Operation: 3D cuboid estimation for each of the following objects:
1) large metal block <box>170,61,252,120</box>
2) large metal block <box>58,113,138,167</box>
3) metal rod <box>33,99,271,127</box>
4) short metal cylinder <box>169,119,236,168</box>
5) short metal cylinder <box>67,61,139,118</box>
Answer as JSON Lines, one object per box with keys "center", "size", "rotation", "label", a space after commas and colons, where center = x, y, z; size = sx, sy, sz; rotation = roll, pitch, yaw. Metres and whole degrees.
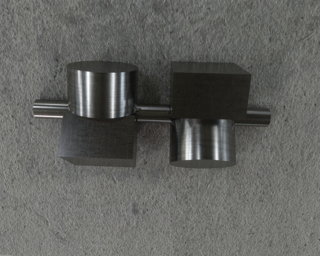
{"center": [0.054, -0.047, 0.364], "size": [0.081, 0.080, 0.050], "rotation": [1, 110, -1], "label": "large metal block"}
{"center": [-0.070, 0.018, 0.381], "size": [0.081, 0.080, 0.050], "rotation": [2, 76, -2], "label": "large metal block"}
{"center": [-0.009, -0.019, 0.406], "size": [0.302, 0.025, 0.025], "rotation": [2, 110, -1], "label": "metal rod"}
{"center": [0.052, 0.020, 0.383], "size": [0.081, 0.080, 0.050], "rotation": [2, 75, -1], "label": "short metal cylinder"}
{"center": [-0.066, -0.048, 0.363], "size": [0.081, 0.080, 0.050], "rotation": [3, 110, -2], "label": "short metal cylinder"}
